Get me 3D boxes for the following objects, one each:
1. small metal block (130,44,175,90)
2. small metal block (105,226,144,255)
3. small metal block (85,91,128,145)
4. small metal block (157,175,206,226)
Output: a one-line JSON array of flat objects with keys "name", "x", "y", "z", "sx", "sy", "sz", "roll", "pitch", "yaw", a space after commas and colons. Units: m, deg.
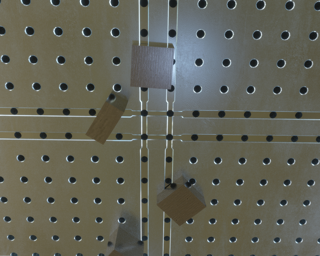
[{"name": "small metal block", "x": -0.010, "y": -0.077, "z": 0.385, "sx": 0.050, "sy": 0.025, "sz": 0.050, "roll": 4, "pitch": 110, "yaw": -2}, {"name": "small metal block", "x": -0.053, "y": 0.186, "z": 0.468, "sx": 0.050, "sy": 0.050, "sz": 0.025, "roll": 37, "pitch": 106, "yaw": -13}, {"name": "small metal block", "x": -0.066, "y": -0.014, "z": 0.394, "sx": 0.025, "sy": 0.050, "sz": 0.050, "roll": 31, "pitch": 107, "yaw": -11}, {"name": "small metal block", "x": 0.031, "y": 0.107, "z": 0.453, "sx": 0.050, "sy": 0.025, "sz": 0.050, "roll": -40, "pitch": 105, "yaw": 13}]
